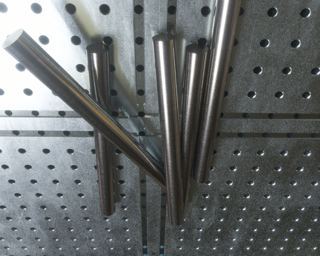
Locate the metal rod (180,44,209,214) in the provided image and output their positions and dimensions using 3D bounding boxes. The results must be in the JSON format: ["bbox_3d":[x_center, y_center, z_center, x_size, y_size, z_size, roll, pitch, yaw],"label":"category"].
[{"bbox_3d":[0.037,0.027,0.434,0.025,0.025,0.298,1,130,-1],"label":"metal rod"}]

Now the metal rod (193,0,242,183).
[{"bbox_3d":[0.065,-0.038,0.380,0.025,0.025,0.298,1,130,-1],"label":"metal rod"}]

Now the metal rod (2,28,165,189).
[{"bbox_3d":[-0.061,0.001,0.381,0.025,0.025,0.300,-23,136,18],"label":"metal rod"}]

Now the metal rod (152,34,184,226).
[{"bbox_3d":[0.015,0.026,0.414,0.025,0.025,0.298,-4,125,2],"label":"metal rod"}]

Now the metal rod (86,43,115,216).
[{"bbox_3d":[-0.078,0.027,0.432,0.025,0.025,0.298,3,130,-3],"label":"metal rod"}]
